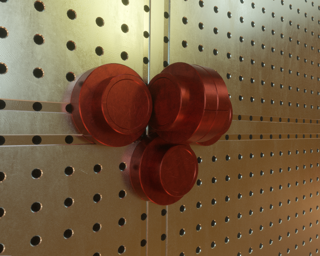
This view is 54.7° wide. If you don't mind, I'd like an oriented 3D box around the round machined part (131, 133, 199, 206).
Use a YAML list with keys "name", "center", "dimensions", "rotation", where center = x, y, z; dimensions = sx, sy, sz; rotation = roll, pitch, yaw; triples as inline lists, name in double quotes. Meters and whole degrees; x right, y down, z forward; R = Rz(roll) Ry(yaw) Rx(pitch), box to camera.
- name: "round machined part"
  center: [0.013, 0.054, 0.411]
  dimensions: [0.099, 0.042, 0.097]
  rotation: [0, 90, -40]

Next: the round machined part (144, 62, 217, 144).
- name: "round machined part"
  center: [0.017, -0.030, 0.369]
  dimensions: [0.042, 0.098, 0.097]
  rotation: [2, 89, -40]

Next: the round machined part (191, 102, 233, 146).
- name: "round machined part"
  center: [0.070, -0.022, 0.459]
  dimensions: [0.099, 0.042, 0.097]
  rotation: [0, 90, -40]

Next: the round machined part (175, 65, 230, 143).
- name: "round machined part"
  center: [0.050, -0.030, 0.398]
  dimensions: [0.042, 0.098, 0.097]
  rotation: [-1, 91, -40]

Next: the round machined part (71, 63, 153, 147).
- name: "round machined part"
  center: [-0.048, -0.026, 0.359]
  dimensions: [0.099, 0.042, 0.097]
  rotation: [0, 90, -40]
